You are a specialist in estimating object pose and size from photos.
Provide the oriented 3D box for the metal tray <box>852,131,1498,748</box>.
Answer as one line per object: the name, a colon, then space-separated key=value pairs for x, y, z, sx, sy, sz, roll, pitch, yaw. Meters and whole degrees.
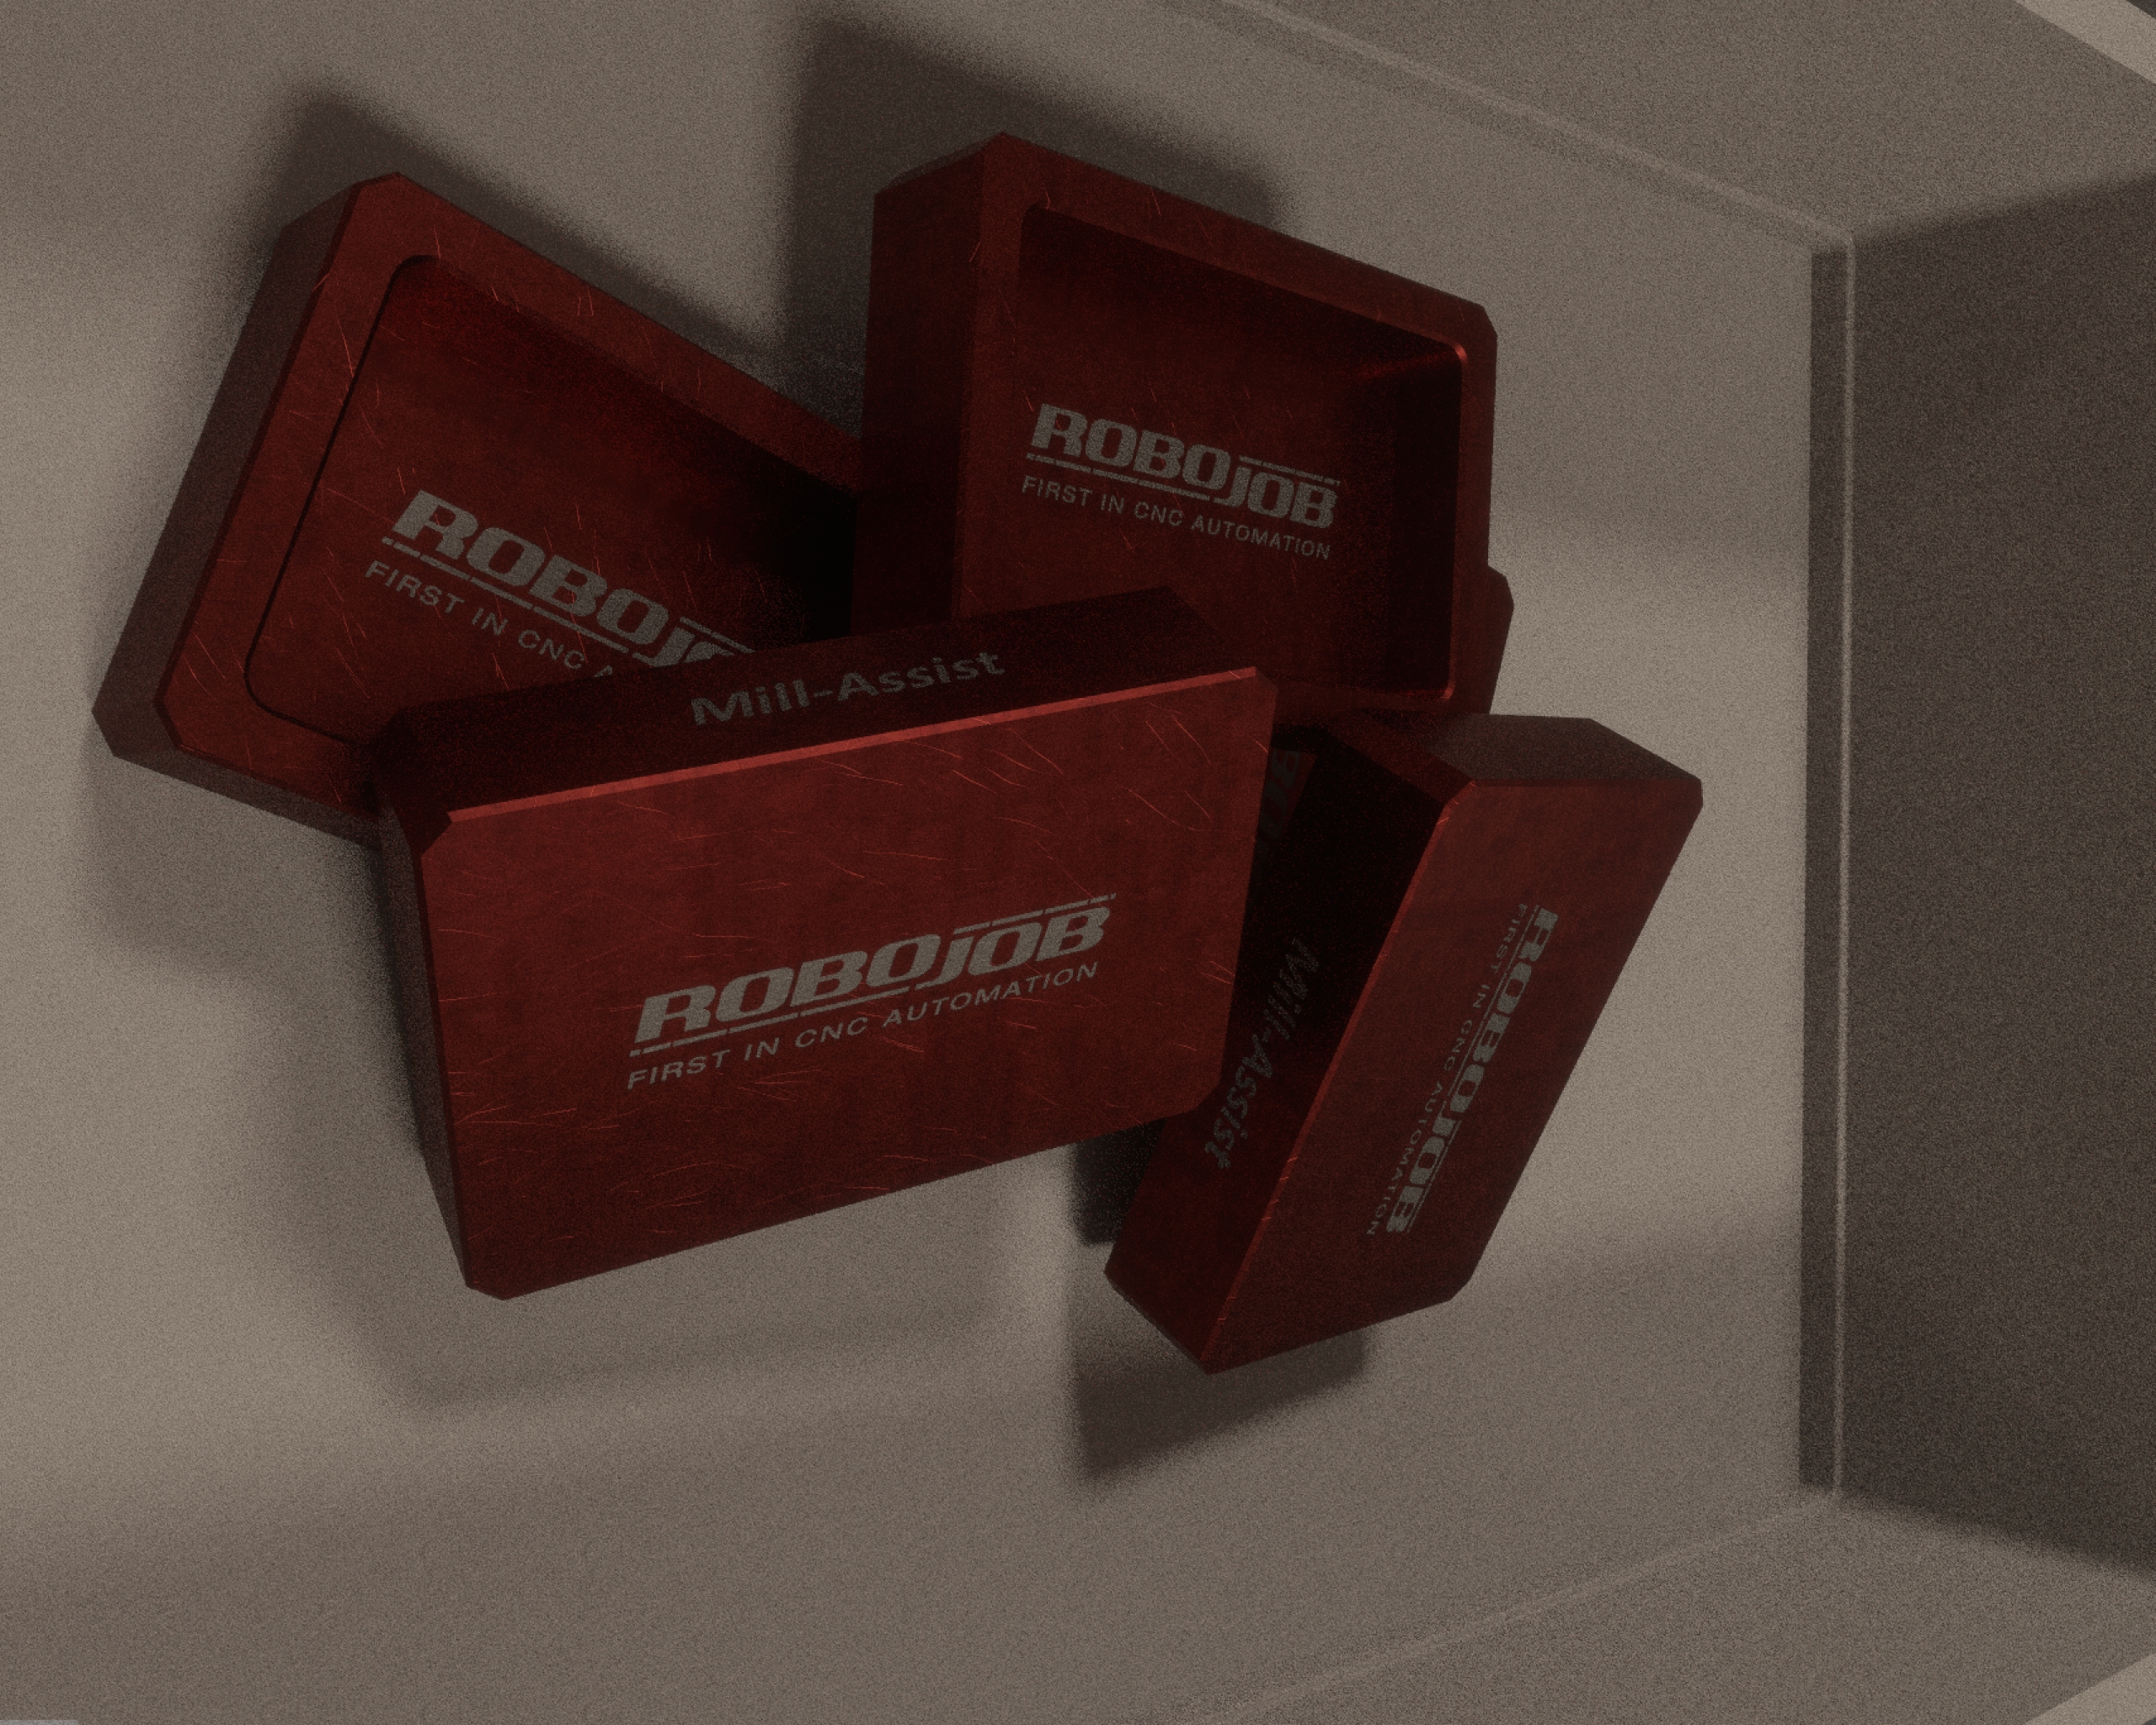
metal tray: x=0.023 y=-0.069 z=0.382 sx=0.131 sy=0.030 sz=0.089 roll=5 pitch=87 yaw=-40

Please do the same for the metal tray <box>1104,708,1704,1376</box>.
metal tray: x=0.066 y=0.035 z=0.417 sx=0.091 sy=0.030 sz=0.129 roll=-2 pitch=120 yaw=-46

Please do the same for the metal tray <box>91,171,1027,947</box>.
metal tray: x=-0.075 y=-0.037 z=0.338 sx=0.131 sy=0.030 sz=0.090 roll=25 pitch=74 yaw=-38

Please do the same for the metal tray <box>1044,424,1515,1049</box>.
metal tray: x=0.041 y=-0.016 z=0.437 sx=0.090 sy=0.030 sz=0.130 roll=25 pitch=74 yaw=-38

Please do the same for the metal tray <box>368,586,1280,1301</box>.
metal tray: x=-0.037 y=0.011 z=0.328 sx=0.131 sy=0.030 sz=0.089 roll=-12 pitch=128 yaw=-24
